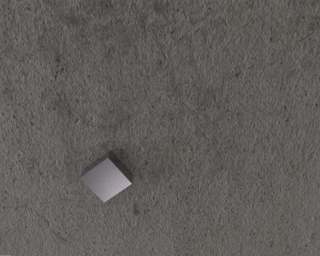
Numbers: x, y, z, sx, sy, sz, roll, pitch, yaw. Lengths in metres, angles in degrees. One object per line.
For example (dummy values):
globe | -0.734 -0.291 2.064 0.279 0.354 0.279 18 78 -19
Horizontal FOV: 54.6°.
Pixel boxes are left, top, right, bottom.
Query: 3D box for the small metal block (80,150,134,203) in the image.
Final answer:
small metal block | -0.074 0.068 0.434 0.050 0.025 0.050 -36 106 12
